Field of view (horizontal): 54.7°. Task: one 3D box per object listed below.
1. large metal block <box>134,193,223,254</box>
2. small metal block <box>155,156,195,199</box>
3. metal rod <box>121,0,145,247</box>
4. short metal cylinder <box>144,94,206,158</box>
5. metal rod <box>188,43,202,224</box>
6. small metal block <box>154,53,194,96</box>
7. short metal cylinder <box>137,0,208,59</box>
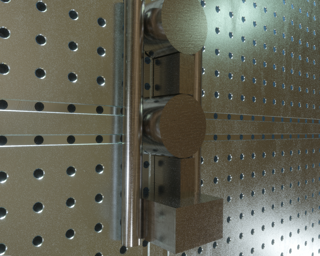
[{"bbox_3d":[0.022,0.112,0.392,0.081,0.080,0.050,1,90,-40],"label":"large metal block"},{"bbox_3d":[0.019,0.063,0.407,0.025,0.050,0.050,0,90,-40],"label":"small metal block"},{"bbox_3d":[-0.033,-0.009,0.380,0.025,0.025,0.298,1,89,-40],"label":"metal rod"},{"bbox_3d":[0.014,-0.002,0.404,0.081,0.050,0.080,0,90,-40],"label":"short metal cylinder"},{"bbox_3d":[0.048,-0.008,0.448,0.025,0.025,0.298,1,89,-40],"label":"metal rod"},{"bbox_3d":[0.018,-0.067,0.406,0.025,0.050,0.050,1,90,-40],"label":"small metal block"},{"bbox_3d":[0.016,-0.132,0.405,0.081,0.050,0.080,0,90,-40],"label":"short metal cylinder"}]
